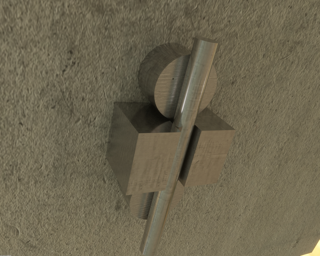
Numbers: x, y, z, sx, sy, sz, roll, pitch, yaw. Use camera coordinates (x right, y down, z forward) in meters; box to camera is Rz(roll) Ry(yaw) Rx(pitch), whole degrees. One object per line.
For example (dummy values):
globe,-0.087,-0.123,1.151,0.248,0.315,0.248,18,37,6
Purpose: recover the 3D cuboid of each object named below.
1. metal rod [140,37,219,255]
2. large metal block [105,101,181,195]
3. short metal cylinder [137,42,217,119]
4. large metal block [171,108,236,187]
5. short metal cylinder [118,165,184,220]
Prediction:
metal rod,0.016,0.041,0.377,0.025,0.025,0.298,-1,119,-28
large metal block,-0.024,0.021,0.372,0.050,0.080,0.079,-1,119,-28
short metal cylinder,0.020,-0.056,0.368,0.081,0.050,0.079,-14,124,-21
large metal block,0.044,0.019,0.408,0.050,0.080,0.079,-1,119,-28
short metal cylinder,-0.013,0.081,0.436,0.081,0.050,0.079,-14,124,-21
